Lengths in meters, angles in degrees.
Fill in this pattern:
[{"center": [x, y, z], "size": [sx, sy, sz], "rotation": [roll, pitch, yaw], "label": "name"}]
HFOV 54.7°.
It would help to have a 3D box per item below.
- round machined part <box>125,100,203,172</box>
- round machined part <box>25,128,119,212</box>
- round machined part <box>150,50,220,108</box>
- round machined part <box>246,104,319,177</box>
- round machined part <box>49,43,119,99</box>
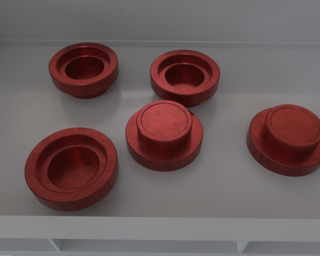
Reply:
[{"center": [0.005, 0.003, 0.392], "size": [0.099, 0.042, 0.098], "rotation": [0, 50, 0], "label": "round machined part"}, {"center": [-0.096, 0.050, 0.352], "size": [0.099, 0.042, 0.098], "rotation": [0, 50, 0], "label": "round machined part"}, {"center": [0.035, -0.068, 0.451], "size": [0.099, 0.042, 0.098], "rotation": [0, 50, 0], "label": "round machined part"}, {"center": [0.162, 0.008, 0.388], "size": [0.099, 0.042, 0.098], "rotation": [0, 50, 0], "label": "round machined part"}, {"center": [-0.110, -0.081, 0.462], "size": [0.099, 0.042, 0.098], "rotation": [0, 50, 0], "label": "round machined part"}]
